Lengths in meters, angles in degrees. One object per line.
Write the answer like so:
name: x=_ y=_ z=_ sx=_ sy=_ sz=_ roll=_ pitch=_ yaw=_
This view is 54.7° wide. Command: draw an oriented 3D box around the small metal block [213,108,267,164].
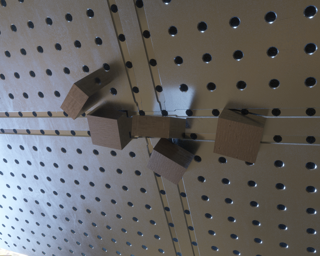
small metal block: x=0.094 y=0.009 z=0.367 sx=0.050 sy=0.025 sz=0.050 roll=15 pitch=124 yaw=19

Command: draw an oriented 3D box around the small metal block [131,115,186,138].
small metal block: x=-0.001 y=-0.001 z=0.390 sx=0.050 sy=0.050 sz=0.025 roll=4 pitch=90 yaw=26

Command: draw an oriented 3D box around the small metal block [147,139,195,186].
small metal block: x=0.013 y=0.046 z=0.423 sx=0.050 sy=0.025 sz=0.050 roll=30 pitch=144 yaw=8

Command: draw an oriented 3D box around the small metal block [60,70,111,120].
small metal block: x=-0.101 y=-0.045 z=0.418 sx=0.025 sy=0.050 sz=0.050 roll=43 pitch=129 yaw=-2

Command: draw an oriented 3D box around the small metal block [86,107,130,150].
small metal block: x=-0.074 y=0.001 z=0.449 sx=0.050 sy=0.025 sz=0.050 roll=9 pitch=123 yaw=23
